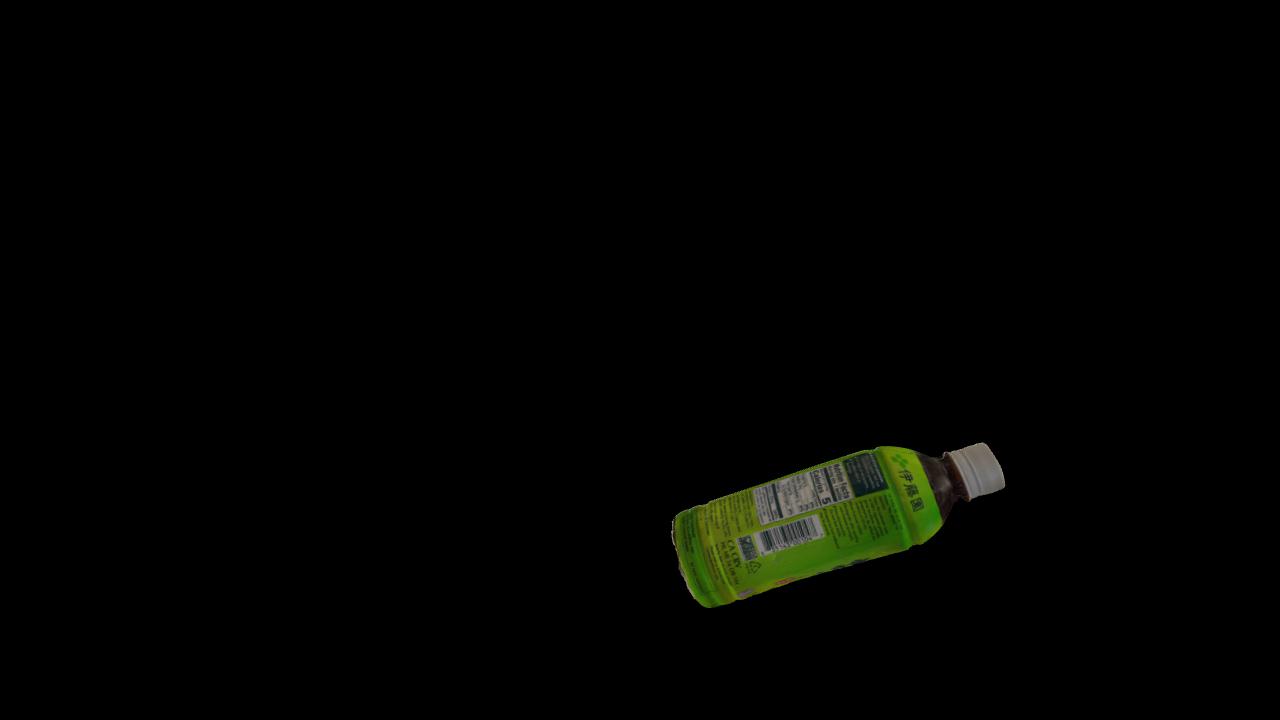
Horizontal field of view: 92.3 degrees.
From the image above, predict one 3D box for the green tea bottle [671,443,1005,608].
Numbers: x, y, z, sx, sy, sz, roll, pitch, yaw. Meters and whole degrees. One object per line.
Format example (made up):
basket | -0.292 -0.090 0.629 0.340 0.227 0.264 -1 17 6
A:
green tea bottle | 0.129 0.105 0.412 0.212 0.073 0.073 -22 -6 15
